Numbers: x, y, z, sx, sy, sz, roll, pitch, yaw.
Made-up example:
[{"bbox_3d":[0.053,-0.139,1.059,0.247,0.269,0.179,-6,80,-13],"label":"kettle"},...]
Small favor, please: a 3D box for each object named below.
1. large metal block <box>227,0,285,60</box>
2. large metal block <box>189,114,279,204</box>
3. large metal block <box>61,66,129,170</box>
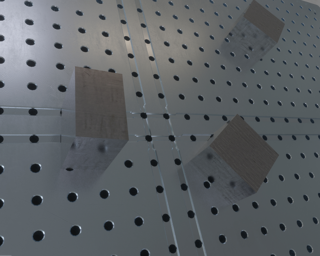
[{"bbox_3d":[0.191,-0.194,0.612,0.080,0.050,0.080,36,51,-4],"label":"large metal block"},{"bbox_3d":[0.101,0.041,0.421,0.080,0.050,0.080,45,51,3],"label":"large metal block"},{"bbox_3d":[-0.075,-0.007,0.337,0.050,0.080,0.080,5,59,-26],"label":"large metal block"}]
